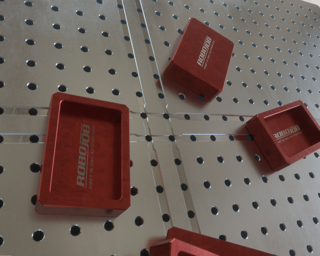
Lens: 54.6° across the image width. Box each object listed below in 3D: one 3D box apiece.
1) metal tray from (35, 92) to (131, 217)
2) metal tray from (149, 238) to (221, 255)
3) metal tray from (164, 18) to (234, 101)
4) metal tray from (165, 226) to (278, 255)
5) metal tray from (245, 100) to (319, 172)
[{"bbox_3d":[-0.081,0.028,0.343,0.091,0.030,0.130,10,58,-23],"label":"metal tray"},{"bbox_3d":[0.045,0.168,0.292,0.130,0.030,0.090,31,47,-29],"label":"metal tray"},{"bbox_3d":[0.068,-0.116,0.512,0.090,0.030,0.130,29,52,-10],"label":"metal tray"},{"bbox_3d":[0.060,0.162,0.308,0.131,0.030,0.090,14,54,6],"label":"metal tray"},{"bbox_3d":[0.213,0.009,0.512,0.131,0.030,0.090,-16,70,-34],"label":"metal tray"}]
